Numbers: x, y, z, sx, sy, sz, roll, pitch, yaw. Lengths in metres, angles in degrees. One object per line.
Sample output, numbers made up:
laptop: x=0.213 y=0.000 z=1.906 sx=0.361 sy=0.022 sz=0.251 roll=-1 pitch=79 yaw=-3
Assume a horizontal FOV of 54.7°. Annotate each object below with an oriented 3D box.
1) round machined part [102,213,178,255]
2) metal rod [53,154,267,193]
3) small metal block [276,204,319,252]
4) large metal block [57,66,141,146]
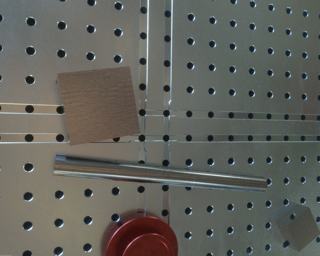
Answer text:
round machined part: x=-0.021 y=0.163 z=0.397 sx=0.099 sy=0.042 sz=0.097 roll=0 pitch=90 yaw=-21
metal rod: x=0.015 y=0.065 z=0.419 sx=0.302 sy=0.025 sz=0.025 roll=9 pitch=87 yaw=-20
small metal block: x=0.222 y=0.159 z=0.497 sx=0.050 sy=0.025 sz=0.050 roll=-30 pitch=100 yaw=-18
large metal block: x=-0.075 y=-0.026 z=0.372 sx=0.081 sy=0.050 sz=0.079 roll=-10 pitch=94 yaw=-20
